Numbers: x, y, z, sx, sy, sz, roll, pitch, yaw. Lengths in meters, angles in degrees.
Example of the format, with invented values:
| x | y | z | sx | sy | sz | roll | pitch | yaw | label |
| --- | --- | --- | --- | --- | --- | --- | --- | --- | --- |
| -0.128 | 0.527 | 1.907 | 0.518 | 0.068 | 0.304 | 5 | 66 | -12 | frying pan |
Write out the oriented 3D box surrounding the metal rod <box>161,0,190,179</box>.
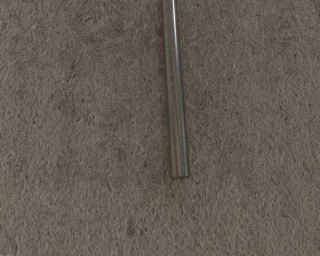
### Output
| x | y | z | sx | sy | sz | roll | pitch | yaw | label |
| --- | --- | --- | --- | --- | --- | --- | --- | --- | --- |
| 0.019 | -0.079 | 0.436 | 0.025 | 0.025 | 0.299 | -2 | 70 | -1 | metal rod |
